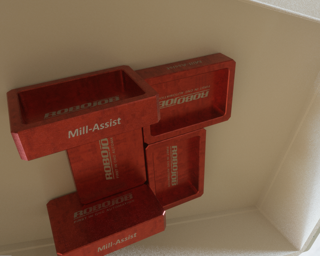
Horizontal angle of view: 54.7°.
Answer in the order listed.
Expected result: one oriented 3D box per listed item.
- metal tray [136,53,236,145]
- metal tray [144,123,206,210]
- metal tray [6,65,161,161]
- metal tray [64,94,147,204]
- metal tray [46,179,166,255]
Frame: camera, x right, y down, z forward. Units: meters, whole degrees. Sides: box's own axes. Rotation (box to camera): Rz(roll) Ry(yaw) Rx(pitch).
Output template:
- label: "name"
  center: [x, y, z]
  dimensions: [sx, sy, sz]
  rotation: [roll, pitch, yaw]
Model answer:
- label: "metal tray"
  center: [0.032, -0.039, 0.398]
  dimensions: [0.131, 0.030, 0.089]
  rotation: [-16, 125, -20]
- label: "metal tray"
  center: [0.019, 0.058, 0.451]
  dimensions: [0.091, 0.030, 0.129]
  rotation: [-16, 125, -20]
- label: "metal tray"
  center: [-0.076, -0.022, 0.307]
  dimensions: [0.131, 0.090, 0.030]
  rotation: [-17, 125, -19]
- label: "metal tray"
  center: [-0.068, 0.026, 0.382]
  dimensions: [0.091, 0.030, 0.129]
  rotation: [-16, 125, -20]
- label: "metal tray"
  center: [-0.069, 0.112, 0.396]
  dimensions: [0.131, 0.090, 0.030]
  rotation: [-16, 125, -20]
